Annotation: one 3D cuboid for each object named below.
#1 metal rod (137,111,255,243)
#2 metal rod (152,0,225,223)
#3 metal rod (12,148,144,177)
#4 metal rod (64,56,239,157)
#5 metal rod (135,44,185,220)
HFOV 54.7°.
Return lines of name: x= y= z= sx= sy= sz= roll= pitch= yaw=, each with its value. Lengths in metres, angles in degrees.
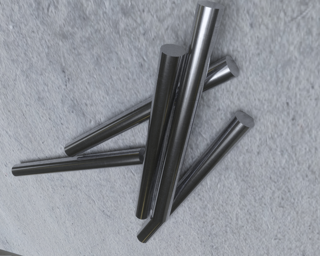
metal rod: x=0.034 y=0.089 z=0.442 sx=0.025 sy=0.025 sz=0.298 roll=36 pitch=129 yaw=4
metal rod: x=0.023 y=0.008 z=0.365 sx=0.025 sy=0.025 sz=0.298 roll=21 pitch=127 yaw=15
metal rod: x=-0.149 y=0.061 z=0.520 sx=0.300 sy=0.025 sz=0.025 roll=-9 pitch=114 yaw=32
metal rod: x=-0.034 y=-0.015 z=0.413 sx=0.299 sy=0.025 sz=0.025 roll=-24 pitch=105 yaw=36
metal rod: x=-0.008 y=0.031 z=0.406 sx=0.025 sy=0.025 sz=0.298 roll=23 pitch=134 yaw=13
